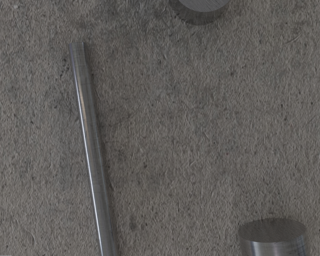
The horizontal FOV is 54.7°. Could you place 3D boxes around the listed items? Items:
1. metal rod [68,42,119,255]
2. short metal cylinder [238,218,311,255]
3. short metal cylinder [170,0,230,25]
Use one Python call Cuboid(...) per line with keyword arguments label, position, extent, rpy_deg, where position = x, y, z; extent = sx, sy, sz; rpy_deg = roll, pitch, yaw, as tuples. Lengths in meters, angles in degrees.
Cuboid(label="metal rod", position=(-0.087, 0.038, 0.409), extent=(0.025, 0.025, 0.298), rpy_deg=(-9, 90, 0))
Cuboid(label="short metal cylinder", position=(0.142, 0.150, 0.384), extent=(0.080, 0.080, 0.050), rpy_deg=(-10, 90, 0))
Cuboid(label="short metal cylinder", position=(0.053, -0.180, 0.398), extent=(0.081, 0.050, 0.080), rpy_deg=(0, 90, 0))
